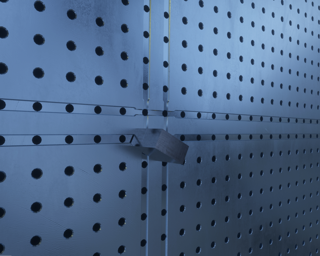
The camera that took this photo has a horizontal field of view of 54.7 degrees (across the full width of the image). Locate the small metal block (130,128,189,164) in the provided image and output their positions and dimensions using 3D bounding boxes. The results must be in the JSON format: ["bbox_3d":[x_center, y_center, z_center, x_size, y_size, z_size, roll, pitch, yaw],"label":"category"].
[{"bbox_3d":[-0.001,0.023,0.394,0.050,0.050,0.025,34,69,-35],"label":"small metal block"}]
